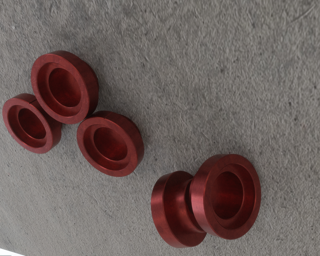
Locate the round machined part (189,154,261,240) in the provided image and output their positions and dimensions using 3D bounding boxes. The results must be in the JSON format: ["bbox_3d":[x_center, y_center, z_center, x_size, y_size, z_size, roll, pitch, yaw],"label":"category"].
[{"bbox_3d":[0.074,0.080,0.375,0.042,0.099,0.098,-7,117,54],"label":"round machined part"}]

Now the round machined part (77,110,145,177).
[{"bbox_3d":[-0.066,0.018,0.442,0.098,0.042,0.097,13,124,20],"label":"round machined part"}]

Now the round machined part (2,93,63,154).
[{"bbox_3d":[-0.196,-0.011,0.493,0.098,0.042,0.097,13,124,21],"label":"round machined part"}]

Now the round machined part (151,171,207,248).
[{"bbox_3d":[0.037,0.103,0.404,0.042,0.098,0.098,-24,106,37],"label":"round machined part"}]

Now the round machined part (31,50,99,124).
[{"bbox_3d":[-0.123,-0.057,0.423,0.098,0.042,0.097,13,121,23],"label":"round machined part"}]
